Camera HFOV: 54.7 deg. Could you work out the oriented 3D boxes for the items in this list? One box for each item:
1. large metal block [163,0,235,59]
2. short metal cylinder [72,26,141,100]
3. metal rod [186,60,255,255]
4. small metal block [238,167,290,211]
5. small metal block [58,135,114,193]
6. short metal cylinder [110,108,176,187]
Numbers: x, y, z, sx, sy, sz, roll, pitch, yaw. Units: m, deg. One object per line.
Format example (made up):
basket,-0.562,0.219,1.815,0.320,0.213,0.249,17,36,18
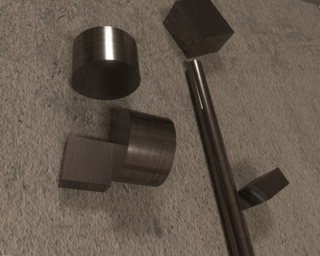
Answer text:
large metal block,0.066,-0.172,0.530,0.081,0.050,0.080,-22,74,-36
short metal cylinder,-0.066,-0.077,0.381,0.081,0.080,0.050,7,59,-25
metal rod,0.078,0.031,0.428,0.025,0.025,0.299,4,60,-26
small metal block,0.134,0.081,0.413,0.050,0.050,0.025,-22,74,-36
small metal block,-0.080,0.040,0.338,0.050,0.025,0.050,12,57,-22
short metal cylinder,-0.023,0.022,0.344,0.050,0.080,0.080,12,57,-22
